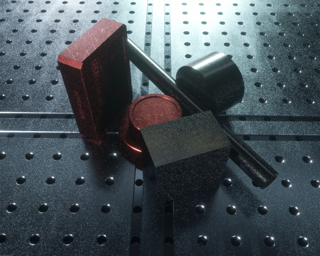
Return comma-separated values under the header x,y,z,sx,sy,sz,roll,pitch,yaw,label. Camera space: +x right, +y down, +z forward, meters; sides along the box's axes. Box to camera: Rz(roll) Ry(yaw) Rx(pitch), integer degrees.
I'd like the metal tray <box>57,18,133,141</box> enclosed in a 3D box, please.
x,y,z,sx,sy,sz,roll,pitch,yaw,label
-0.073,-0.056,0.386,0.030,0.129,0.090,22,53,17,metal tray

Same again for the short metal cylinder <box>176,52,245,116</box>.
x,y,z,sx,sy,sz,roll,pitch,yaw,label
0.066,-0.056,0.418,0.050,0.080,0.080,-30,57,-23,short metal cylinder

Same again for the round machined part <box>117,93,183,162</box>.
x,y,z,sx,sy,sz,roll,pitch,yaw,label
-0.006,-0.007,0.402,0.099,0.042,0.098,0,50,0,round machined part

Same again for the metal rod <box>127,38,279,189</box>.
x,y,z,sx,sy,sz,roll,pitch,yaw,label
0.032,-0.037,0.411,0.025,0.025,0.300,-28,56,-22,metal rod

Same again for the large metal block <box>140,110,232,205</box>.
x,y,z,sx,sy,sz,roll,pitch,yaw,label
0.025,0.034,0.344,0.081,0.080,0.050,-15,52,-13,large metal block
